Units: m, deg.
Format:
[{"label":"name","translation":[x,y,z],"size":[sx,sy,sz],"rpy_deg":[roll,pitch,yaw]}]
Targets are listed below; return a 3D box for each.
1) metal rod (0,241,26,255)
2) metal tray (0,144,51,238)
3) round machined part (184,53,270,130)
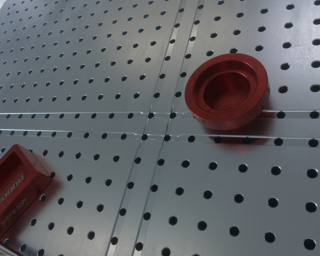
[{"label":"metal rod","translation":[-0.127,0.174,0.348],"size":[0.301,0.025,0.025],"rpy_deg":[13,68,26]},{"label":"metal tray","translation":[-0.236,0.098,0.468],"size":[0.130,0.030,0.090],"rpy_deg":[-49,52,-7]},{"label":"round machined part","translation":[0.083,-0.040,0.378],"size":[0.098,0.042,0.098],"rpy_deg":[-13,56,21]}]
